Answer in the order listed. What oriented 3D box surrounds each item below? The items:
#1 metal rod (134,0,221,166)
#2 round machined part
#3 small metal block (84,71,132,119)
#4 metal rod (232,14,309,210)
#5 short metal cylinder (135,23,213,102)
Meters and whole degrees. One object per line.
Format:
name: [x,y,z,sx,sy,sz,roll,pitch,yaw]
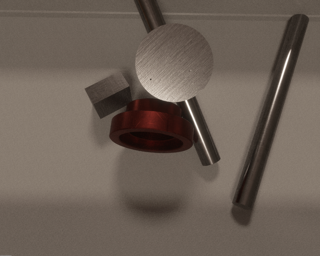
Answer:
metal rod: [0.008,-0.093,0.378,0.025,0.025,0.299,-24,97,-9]
round machined part: [-0.009,-0.003,0.372,0.099,0.098,0.042,5,71,1]
small metal block: [-0.066,-0.043,0.411,0.050,0.050,0.025,-29,73,-10]
metal rod: [0.157,-0.035,0.424,0.025,0.025,0.300,21,71,7]
short metal cylinder: [0.014,-0.070,0.343,0.081,0.050,0.079,0,97,-1]
